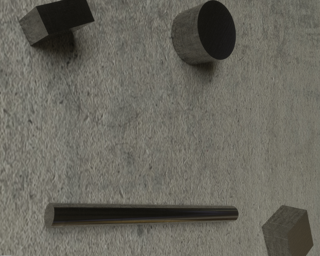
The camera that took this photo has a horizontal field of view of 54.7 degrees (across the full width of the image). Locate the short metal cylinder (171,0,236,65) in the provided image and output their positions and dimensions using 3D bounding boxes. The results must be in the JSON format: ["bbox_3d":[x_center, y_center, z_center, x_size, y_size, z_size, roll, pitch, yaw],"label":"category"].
[{"bbox_3d":[0.063,-0.133,0.440,0.081,0.050,0.080,0,90,-40],"label":"short metal cylinder"}]

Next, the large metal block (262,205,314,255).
[{"bbox_3d":[0.247,0.208,0.595,0.081,0.050,0.080,-27,107,-37],"label":"large metal block"}]

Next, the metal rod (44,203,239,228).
[{"bbox_3d":[0.003,0.113,0.406,0.302,0.025,0.025,13,82,-39],"label":"metal rod"}]

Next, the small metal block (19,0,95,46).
[{"bbox_3d":[-0.101,-0.105,0.303,0.050,0.050,0.025,-33,111,-35],"label":"small metal block"}]
